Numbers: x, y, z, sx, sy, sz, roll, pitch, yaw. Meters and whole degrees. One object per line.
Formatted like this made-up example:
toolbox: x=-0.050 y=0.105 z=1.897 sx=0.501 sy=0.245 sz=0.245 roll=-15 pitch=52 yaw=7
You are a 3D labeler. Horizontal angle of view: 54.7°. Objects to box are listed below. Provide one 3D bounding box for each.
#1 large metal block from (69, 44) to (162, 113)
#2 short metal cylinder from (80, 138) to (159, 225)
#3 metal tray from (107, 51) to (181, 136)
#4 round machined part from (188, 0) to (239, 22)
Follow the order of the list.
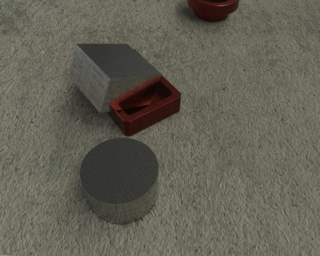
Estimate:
large metal block: x=-0.060 y=-0.069 z=0.408 sx=0.081 sy=0.050 sz=0.080 roll=-14 pitch=49 yaw=-42
short metal cylinder: x=-0.042 y=0.057 z=0.338 sx=0.081 sy=0.050 sz=0.080 roll=0 pitch=50 yaw=0
metal tray: x=-0.043 y=-0.056 z=0.446 sx=0.091 sy=0.030 sz=0.130 roll=-28 pitch=56 yaw=-22
round machined part: x=0.102 y=-0.241 z=0.596 sx=0.099 sy=0.042 sz=0.098 roll=0 pitch=50 yaw=0
